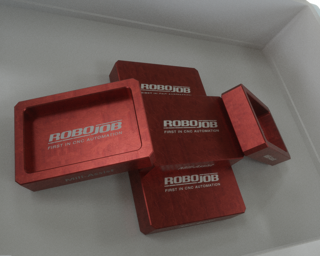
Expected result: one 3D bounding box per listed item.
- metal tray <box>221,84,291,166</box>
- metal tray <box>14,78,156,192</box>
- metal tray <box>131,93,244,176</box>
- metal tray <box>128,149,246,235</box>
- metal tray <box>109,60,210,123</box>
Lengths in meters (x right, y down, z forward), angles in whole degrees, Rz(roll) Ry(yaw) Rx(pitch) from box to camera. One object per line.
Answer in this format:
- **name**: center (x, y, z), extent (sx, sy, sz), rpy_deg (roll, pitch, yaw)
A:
- **metal tray**: center (0.137, 0.000, 0.434), extent (0.131, 0.030, 0.090), rpy_deg (20, 49, -54)
- **metal tray**: center (-0.077, 0.006, 0.316), extent (0.131, 0.030, 0.090), rpy_deg (-12, 66, -2)
- **metal tray**: center (0.031, 0.005, 0.375), extent (0.131, 0.030, 0.090), rpy_deg (-1, 62, -29)
- **metal tray**: center (0.033, 0.070, 0.373), extent (0.131, 0.030, 0.090), rpy_deg (0, 62, -29)
- **metal tray**: center (0.003, -0.043, 0.427), extent (0.131, 0.030, 0.090), rpy_deg (0, 62, -29)
